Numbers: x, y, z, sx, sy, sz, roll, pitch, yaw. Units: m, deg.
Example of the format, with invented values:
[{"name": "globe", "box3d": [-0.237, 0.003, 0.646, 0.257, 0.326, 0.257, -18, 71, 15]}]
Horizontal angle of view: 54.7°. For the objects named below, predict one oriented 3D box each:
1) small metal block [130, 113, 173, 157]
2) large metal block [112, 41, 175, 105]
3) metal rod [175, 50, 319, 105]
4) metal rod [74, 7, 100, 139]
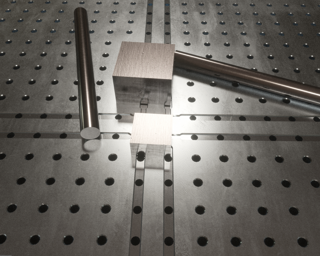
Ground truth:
[{"name": "small metal block", "box3d": [-0.010, 0.008, 0.401, 0.050, 0.025, 0.050, 3, 50, 2]}, {"name": "large metal block", "box3d": [-0.021, -0.082, 0.460, 0.080, 0.050, 0.080, 4, 50, 3]}, {"name": "metal rod", "box3d": [0.163, -0.068, 0.467, 0.301, 0.025, 0.025, 18, 52, 14]}, {"name": "metal rod", "box3d": [-0.120, -0.106, 0.494, 0.025, 0.025, 0.300, -9, 51, -8]}]
